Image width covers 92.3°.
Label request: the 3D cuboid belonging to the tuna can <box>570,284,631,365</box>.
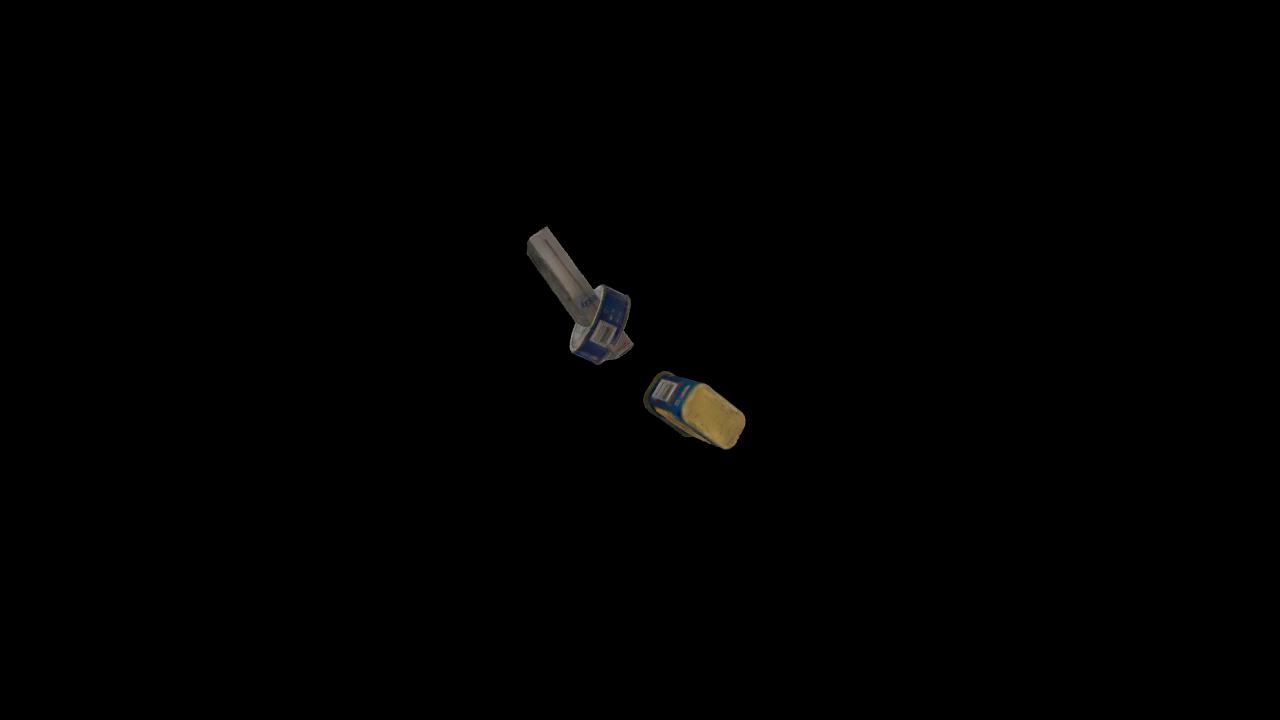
[{"bbox_3d":[-0.045,-0.039,0.670,0.034,0.084,0.084,24,-8,-19],"label":"tuna can"}]

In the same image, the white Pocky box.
[{"bbox_3d":[-0.069,-0.068,0.673,0.028,0.154,0.084,-37,7,-11],"label":"white Pocky box"}]

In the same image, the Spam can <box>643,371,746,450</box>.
[{"bbox_3d":[0.068,0.063,0.764,0.101,0.058,0.085,37,-11,-28],"label":"Spam can"}]
